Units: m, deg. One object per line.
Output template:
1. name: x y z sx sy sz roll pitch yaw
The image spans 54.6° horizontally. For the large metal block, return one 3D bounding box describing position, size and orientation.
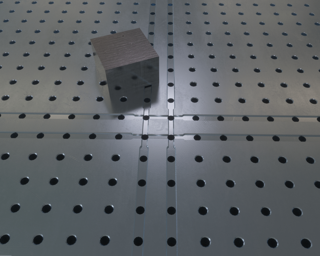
1. large metal block: -0.054 -0.103 0.478 0.081 0.050 0.080 -18 52 -15
